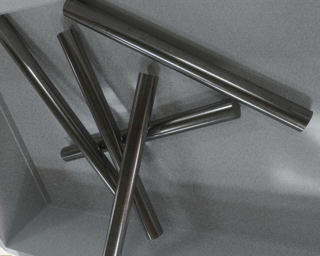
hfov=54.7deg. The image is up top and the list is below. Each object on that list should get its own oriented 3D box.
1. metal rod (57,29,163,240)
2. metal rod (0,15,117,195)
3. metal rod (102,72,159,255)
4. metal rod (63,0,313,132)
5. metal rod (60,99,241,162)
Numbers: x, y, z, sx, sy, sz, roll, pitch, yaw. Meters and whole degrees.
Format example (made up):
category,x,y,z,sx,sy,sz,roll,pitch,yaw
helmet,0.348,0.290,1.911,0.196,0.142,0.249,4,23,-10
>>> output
category,x,y,z,sx,sy,sz,roll,pitch,yaw
metal rod,-0.063,0.015,0.418,0.025,0.025,0.299,-16,101,34
metal rod,-0.143,-0.029,0.442,0.025,0.025,0.299,-34,93,38
metal rod,-0.044,0.078,0.402,0.025,0.025,0.298,16,100,19
metal rod,0.022,-0.076,0.348,0.301,0.025,0.025,28,128,10
metal rod,-0.034,0.010,0.431,0.300,0.025,0.025,-15,111,34
